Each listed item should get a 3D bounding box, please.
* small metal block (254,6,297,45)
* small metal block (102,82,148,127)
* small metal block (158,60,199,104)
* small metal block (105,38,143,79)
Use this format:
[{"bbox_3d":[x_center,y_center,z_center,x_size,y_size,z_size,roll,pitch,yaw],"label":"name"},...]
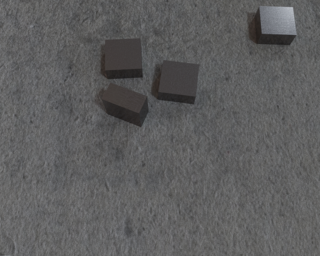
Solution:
[{"bbox_3d":[0.173,-0.154,0.467,0.050,0.025,0.050,2,70,0],"label":"small metal block"},{"bbox_3d":[-0.044,-0.029,0.405,0.050,0.050,0.025,21,72,7],"label":"small metal block"},{"bbox_3d":[0.026,-0.064,0.432,0.050,0.025,0.050,8,70,2],"label":"small metal block"},{"bbox_3d":[-0.051,-0.099,0.444,0.050,0.025,0.050,-3,70,-2],"label":"small metal block"}]
